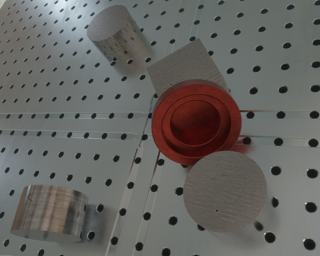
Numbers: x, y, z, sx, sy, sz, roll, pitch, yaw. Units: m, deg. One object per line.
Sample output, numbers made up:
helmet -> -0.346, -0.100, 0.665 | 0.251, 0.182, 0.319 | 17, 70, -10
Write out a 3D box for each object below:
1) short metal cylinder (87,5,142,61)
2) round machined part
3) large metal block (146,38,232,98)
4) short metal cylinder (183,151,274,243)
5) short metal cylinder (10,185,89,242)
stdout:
short metal cylinder -> -0.077, -0.163, 0.533 | 0.080, 0.050, 0.080 | -13, 56, 21
round machined part -> 0.039, -0.009, 0.356 | 0.098, 0.098, 0.042 | -28, 22, 10
large metal block -> 0.038, -0.058, 0.408 | 0.080, 0.050, 0.080 | -28, 52, 10
short metal cylinder -> 0.070, 0.070, 0.313 | 0.080, 0.050, 0.080 | -13, 56, 21
short metal cylinder -> -0.132, 0.106, 0.377 | 0.080, 0.080, 0.050 | -10, 58, 23
